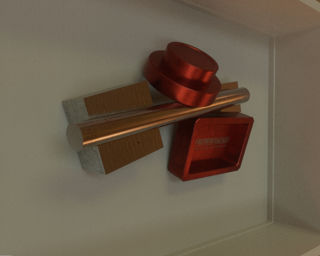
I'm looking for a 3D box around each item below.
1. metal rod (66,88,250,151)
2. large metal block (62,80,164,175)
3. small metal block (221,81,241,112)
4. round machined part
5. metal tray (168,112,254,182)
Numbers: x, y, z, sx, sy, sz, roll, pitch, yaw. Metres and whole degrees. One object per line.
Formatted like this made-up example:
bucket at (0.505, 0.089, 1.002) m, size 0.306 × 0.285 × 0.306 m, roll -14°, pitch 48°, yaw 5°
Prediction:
metal rod at (0.028, -0.022, 0.372) m, size 0.302 × 0.025 × 0.025 m, roll -16°, pitch 101°, yaw -46°
large metal block at (-0.051, -0.003, 0.346) m, size 0.081 × 0.050 × 0.079 m, roll -23°, pitch 105°, yaw -38°
small metal block at (0.101, -0.046, 0.491) m, size 0.050 × 0.025 × 0.050 m, roll -15°, pitch 100°, yaw -39°
round machined part at (0.033, -0.072, 0.384) m, size 0.099 × 0.098 × 0.042 m, roll -6°, pitch 135°, yaw -40°
metal tray at (0.077, 0.023, 0.450) m, size 0.131 × 0.030 × 0.089 m, roll -2°, pitch 111°, yaw -41°
